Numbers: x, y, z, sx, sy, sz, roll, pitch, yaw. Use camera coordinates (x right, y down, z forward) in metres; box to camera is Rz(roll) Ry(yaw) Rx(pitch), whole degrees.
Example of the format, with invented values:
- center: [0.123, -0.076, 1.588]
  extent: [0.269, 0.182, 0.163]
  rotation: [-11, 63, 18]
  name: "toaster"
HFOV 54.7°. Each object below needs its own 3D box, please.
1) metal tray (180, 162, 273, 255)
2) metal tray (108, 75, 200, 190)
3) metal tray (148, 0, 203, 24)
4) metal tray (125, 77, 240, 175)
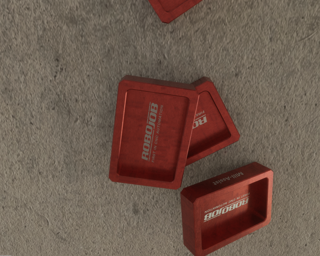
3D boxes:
- center: [0.092, 0.107, 0.415]
  extent: [0.131, 0.030, 0.089]
  rotation: [-15, 112, -25]
  name: "metal tray"
- center: [-0.010, 0.007, 0.376]
  extent: [0.091, 0.030, 0.129]
  rotation: [8, 110, -3]
  name: "metal tray"
- center: [0.035, -0.188, 0.337]
  extent: [0.130, 0.030, 0.090]
  rotation: [-32, 107, 11]
  name: "metal tray"
- center: [0.026, 0.002, 0.407]
  extent: [0.130, 0.030, 0.090]
  rotation: [-28, 108, 9]
  name: "metal tray"
